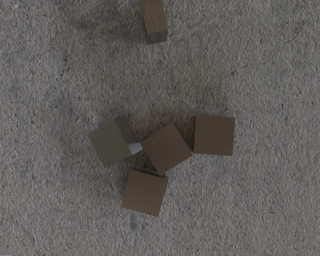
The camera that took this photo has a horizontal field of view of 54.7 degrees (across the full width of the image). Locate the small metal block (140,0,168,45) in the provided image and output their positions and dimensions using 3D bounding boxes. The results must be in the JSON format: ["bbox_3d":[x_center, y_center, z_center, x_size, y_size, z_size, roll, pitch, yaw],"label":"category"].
[{"bbox_3d":[-0.008,-0.140,0.397,0.025,0.050,0.050,-12,90,0],"label":"small metal block"}]

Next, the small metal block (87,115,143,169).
[{"bbox_3d":[-0.058,0.018,0.398,0.050,0.025,0.050,-27,90,30],"label":"small metal block"}]

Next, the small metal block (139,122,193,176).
[{"bbox_3d":[0.008,0.027,0.410,0.050,0.025,0.050,-32,90,0],"label":"small metal block"}]

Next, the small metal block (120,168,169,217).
[{"bbox_3d":[-0.020,0.084,0.410,0.050,0.025,0.050,16,90,0],"label":"small metal block"}]

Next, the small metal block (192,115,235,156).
[{"bbox_3d":[0.070,0.009,0.410,0.050,0.025,0.050,4,90,0],"label":"small metal block"}]
